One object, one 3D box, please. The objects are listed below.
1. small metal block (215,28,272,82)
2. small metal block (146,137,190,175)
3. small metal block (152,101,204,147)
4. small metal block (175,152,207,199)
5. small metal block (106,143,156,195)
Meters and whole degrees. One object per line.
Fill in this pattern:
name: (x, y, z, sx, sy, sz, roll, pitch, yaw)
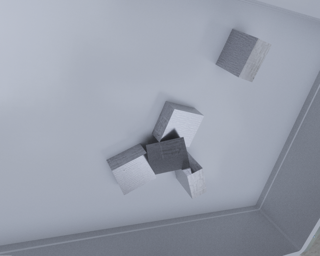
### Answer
small metal block: (0.105, -0.093, 0.394, 0.025, 0.050, 0.050, 11, 113, -33)
small metal block: (0.012, 0.039, 0.419, 0.050, 0.025, 0.050, -13, 152, 3)
small metal block: (0.024, -0.005, 0.421, 0.050, 0.025, 0.050, 10, 113, -33)
small metal block: (0.043, 0.068, 0.460, 0.025, 0.050, 0.050, -25, 128, -13)
small metal block: (-0.038, 0.057, 0.424, 0.050, 0.025, 0.050, -27, 128, -12)
